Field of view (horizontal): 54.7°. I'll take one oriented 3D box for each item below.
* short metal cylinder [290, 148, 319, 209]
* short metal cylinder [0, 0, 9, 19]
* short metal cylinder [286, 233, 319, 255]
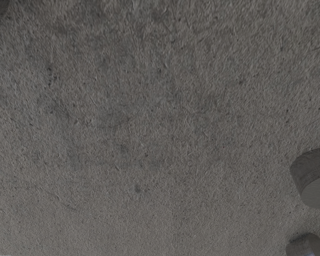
[{"bbox_3d":[0.241,0.075,0.456,0.081,0.050,0.079,0,130,0],"label":"short metal cylinder"},{"bbox_3d":[-0.190,-0.123,0.284,0.081,0.050,0.079,0,130,0],"label":"short metal cylinder"},{"bbox_3d":[0.286,0.248,0.585,0.080,0.080,0.050,32,123,-25],"label":"short metal cylinder"}]
